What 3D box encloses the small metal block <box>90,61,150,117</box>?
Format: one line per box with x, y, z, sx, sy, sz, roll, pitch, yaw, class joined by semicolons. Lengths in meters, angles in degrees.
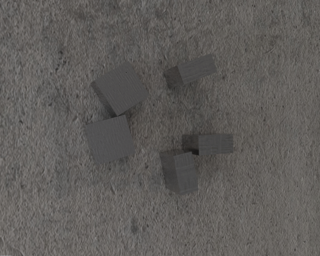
-0.050;-0.048;0.388;0.050;0.025;0.050;-36;102;-22;small metal block

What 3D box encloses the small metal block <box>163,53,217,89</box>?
0.039;-0.074;0.410;0.050;0.050;0.025;-23;98;-19;small metal block

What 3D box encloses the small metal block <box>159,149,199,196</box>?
0.024;0.056;0.404;0.025;0.050;0.050;-12;94;-20;small metal block

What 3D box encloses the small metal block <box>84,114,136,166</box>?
-0.063;0.014;0.386;0.050;0.025;0.050;-17;96;-19;small metal block

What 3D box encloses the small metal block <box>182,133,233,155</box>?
0.063;0.021;0.419;0.050;0.050;0.025;-2;91;-20;small metal block
